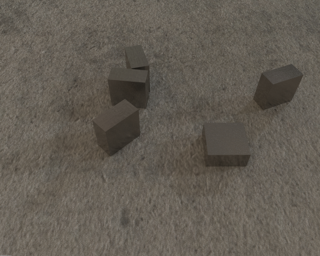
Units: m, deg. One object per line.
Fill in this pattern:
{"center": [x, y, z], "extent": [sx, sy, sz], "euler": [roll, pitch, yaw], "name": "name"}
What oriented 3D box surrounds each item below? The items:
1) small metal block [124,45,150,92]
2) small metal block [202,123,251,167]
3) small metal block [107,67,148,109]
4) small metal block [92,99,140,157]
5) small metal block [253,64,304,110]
{"center": [-0.033, -0.086, 0.459], "extent": [0.025, 0.050, 0.050], "euler": [-12, 51, -10], "name": "small metal block"}
{"center": [0.081, 0.020, 0.387], "extent": [0.050, 0.025, 0.050], "euler": [0, 50, -1], "name": "small metal block"}
{"center": [-0.043, -0.055, 0.433], "extent": [0.050, 0.050, 0.025], "euler": [6, 50, 4], "name": "small metal block"}
{"center": [-0.053, 0.000, 0.386], "extent": [0.050, 0.050, 0.025], "euler": [-37, 59, -27], "name": "small metal block"}
{"center": [0.166, -0.057, 0.437], "extent": [0.050, 0.050, 0.025], "euler": [-18, 53, -15], "name": "small metal block"}
